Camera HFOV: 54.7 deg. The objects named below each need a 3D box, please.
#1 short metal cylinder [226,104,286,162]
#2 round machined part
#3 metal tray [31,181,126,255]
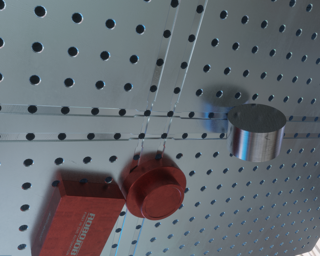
[{"bbox_3d":[0.139,0.005,0.454,0.081,0.080,0.050,-17,125,-19],"label":"short metal cylinder"},{"bbox_3d":[-0.004,0.097,0.458,0.099,0.042,0.097,-14,124,-21],"label":"round machined part"},{"bbox_3d":[-0.114,0.137,0.431,0.091,0.030,0.129,13,112,-34],"label":"metal tray"}]
